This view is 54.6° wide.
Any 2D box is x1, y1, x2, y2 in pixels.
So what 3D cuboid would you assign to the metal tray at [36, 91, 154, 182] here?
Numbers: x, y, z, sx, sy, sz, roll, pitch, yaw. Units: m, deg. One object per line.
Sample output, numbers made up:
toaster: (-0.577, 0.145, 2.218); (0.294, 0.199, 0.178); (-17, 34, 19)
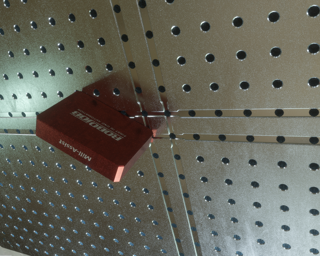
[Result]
metal tray: (-0.086, 0.006, 0.419); (0.130, 0.090, 0.030); (29, 128, 10)
